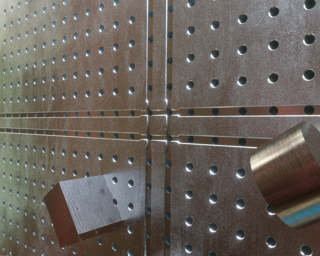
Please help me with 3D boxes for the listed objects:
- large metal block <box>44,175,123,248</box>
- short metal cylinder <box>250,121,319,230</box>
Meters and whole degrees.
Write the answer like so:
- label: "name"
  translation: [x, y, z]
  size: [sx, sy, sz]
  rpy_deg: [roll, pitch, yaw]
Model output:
- label: "large metal block"
  translation: [-0.116, 0.123, 0.470]
  size: [0.050, 0.081, 0.080]
  rpy_deg: [-43, 64, 32]
- label: "short metal cylinder"
  translation: [0.125, 0.041, 0.270]
  size: [0.050, 0.081, 0.080]
  rpy_deg: [-39, 66, 33]
